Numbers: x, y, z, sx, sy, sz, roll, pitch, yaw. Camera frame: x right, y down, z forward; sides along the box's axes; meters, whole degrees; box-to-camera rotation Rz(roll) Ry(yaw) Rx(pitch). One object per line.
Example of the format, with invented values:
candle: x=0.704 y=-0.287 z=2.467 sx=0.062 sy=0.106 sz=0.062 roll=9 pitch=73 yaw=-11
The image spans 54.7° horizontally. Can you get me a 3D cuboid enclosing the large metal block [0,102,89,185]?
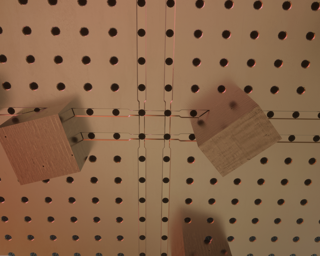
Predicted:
large metal block: x=-0.150 y=0.020 z=0.405 sx=0.080 sy=0.050 sz=0.080 roll=-13 pitch=110 yaw=4

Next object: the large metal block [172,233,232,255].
large metal block: x=0.065 y=0.214 z=0.464 sx=0.080 sy=0.080 sz=0.050 roll=18 pitch=109 yaw=-7

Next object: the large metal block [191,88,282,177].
large metal block: x=0.090 y=0.003 z=0.386 sx=0.080 sy=0.080 sz=0.050 roll=-36 pitch=107 yaw=12
